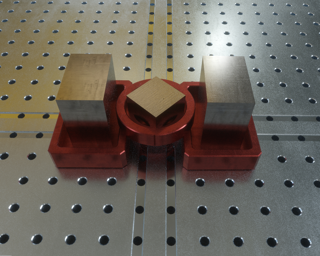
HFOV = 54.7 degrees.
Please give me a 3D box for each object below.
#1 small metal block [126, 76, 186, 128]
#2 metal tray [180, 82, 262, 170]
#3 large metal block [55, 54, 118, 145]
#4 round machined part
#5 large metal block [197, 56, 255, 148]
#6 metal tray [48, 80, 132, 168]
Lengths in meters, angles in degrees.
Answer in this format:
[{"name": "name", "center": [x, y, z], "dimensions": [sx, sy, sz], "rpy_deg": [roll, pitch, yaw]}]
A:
[{"name": "small metal block", "center": [-0.005, -0.031, 0.381], "dimensions": [0.050, 0.025, 0.050], "rpy_deg": [37, 59, 27]}, {"name": "metal tray", "center": [0.074, -0.008, 0.410], "dimensions": [0.091, 0.030, 0.130], "rpy_deg": [0, 50, 0]}, {"name": "large metal block", "center": [-0.084, -0.035, 0.383], "dimensions": [0.050, 0.080, 0.080], "rpy_deg": [1, 50, 1]}, {"name": "round machined part", "center": [-0.005, -0.016, 0.398], "dimensions": [0.099, 0.042, 0.098], "rpy_deg": [0, 50, 0]}, {"name": "large metal block", "center": [0.076, -0.032, 0.381], "dimensions": [0.050, 0.080, 0.080], "rpy_deg": [1, 50, 1]}, {"name": "metal tray", "center": [-0.085, -0.010, 0.411], "dimensions": [0.091, 0.030, 0.130], "rpy_deg": [1, 50, 0]}]
